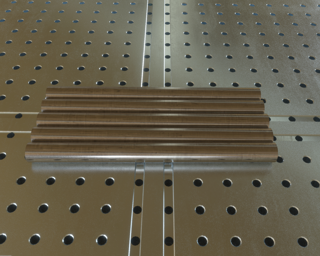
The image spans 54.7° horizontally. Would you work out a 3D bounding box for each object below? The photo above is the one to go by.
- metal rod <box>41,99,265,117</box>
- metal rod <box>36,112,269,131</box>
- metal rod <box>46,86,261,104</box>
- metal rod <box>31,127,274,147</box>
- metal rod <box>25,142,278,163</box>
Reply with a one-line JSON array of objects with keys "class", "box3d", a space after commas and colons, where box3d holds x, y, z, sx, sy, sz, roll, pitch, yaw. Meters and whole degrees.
[{"class": "metal rod", "box3d": [-0.009, -0.027, 0.430, 0.302, 0.025, 0.025, 0, 50, 0]}, {"class": "metal rod", "box3d": [-0.009, -0.008, 0.414, 0.302, 0.025, 0.025, 0, 50, 0]}, {"class": "metal rod", "box3d": [-0.009, -0.047, 0.447, 0.302, 0.025, 0.025, 0, 50, 0]}, {"class": "metal rod", "box3d": [-0.009, 0.012, 0.397, 0.302, 0.025, 0.025, 0, 50, 0]}, {"class": "metal rod", "box3d": [-0.009, 0.030, 0.382, 0.302, 0.025, 0.025, 0, 50, -1]}]
